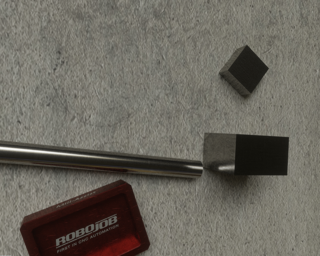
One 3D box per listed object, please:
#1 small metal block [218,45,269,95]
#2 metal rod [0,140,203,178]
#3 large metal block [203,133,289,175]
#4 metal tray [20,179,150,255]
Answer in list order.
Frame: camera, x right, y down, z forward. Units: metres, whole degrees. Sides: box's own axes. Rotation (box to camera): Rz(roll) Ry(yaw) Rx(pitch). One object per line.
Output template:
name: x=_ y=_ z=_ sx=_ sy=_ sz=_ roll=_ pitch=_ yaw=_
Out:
small metal block: x=0.124 y=-0.084 z=0.456 sx=0.050 sy=0.025 sz=0.050 roll=41 pitch=77 yaw=-16
metal rod: x=-0.087 y=0.038 z=0.377 sx=0.302 sy=0.025 sz=0.025 roll=8 pitch=88 yaw=-20
large metal block: x=0.114 y=0.034 z=0.424 sx=0.081 sy=0.080 sz=0.050 roll=4 pitch=89 yaw=-20
metal tray: x=-0.087 y=0.128 z=0.375 sx=0.131 sy=0.030 sz=0.089 roll=-19 pitch=97 yaw=-19
